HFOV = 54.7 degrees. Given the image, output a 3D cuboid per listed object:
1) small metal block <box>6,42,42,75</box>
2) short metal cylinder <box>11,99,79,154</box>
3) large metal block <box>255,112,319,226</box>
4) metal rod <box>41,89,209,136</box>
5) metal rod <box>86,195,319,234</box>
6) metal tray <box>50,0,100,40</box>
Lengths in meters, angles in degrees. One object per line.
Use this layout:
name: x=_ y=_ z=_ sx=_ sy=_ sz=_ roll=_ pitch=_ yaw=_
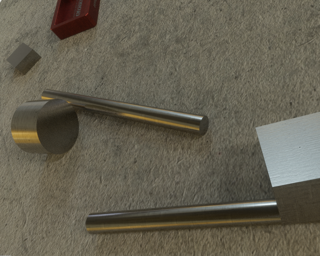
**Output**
small metal block: x=-0.279 y=-0.142 z=0.634 sx=0.050 sy=0.025 sz=0.050 roll=34 pitch=80 yaw=38
short metal cylinder: x=-0.166 y=-0.002 z=0.455 sx=0.050 sy=0.080 sz=0.080 roll=-1 pitch=61 yaw=27
large metal block: x=0.137 y=0.032 z=0.276 sx=0.080 sy=0.050 sz=0.080 roll=-15 pitch=33 yaw=16
metal rod: x=-0.070 y=-0.029 z=0.456 sx=0.300 sy=0.025 sz=0.025 roll=12 pitch=68 yaw=32
metal rod: x=0.056 y=0.090 z=0.318 sx=0.301 sy=0.025 sz=0.025 roll=-11 pitch=57 yaw=22
metal tray: x=-0.171 y=-0.250 z=0.641 sx=0.090 sy=0.030 sz=0.130 roll=-14 pitch=56 yaw=20
